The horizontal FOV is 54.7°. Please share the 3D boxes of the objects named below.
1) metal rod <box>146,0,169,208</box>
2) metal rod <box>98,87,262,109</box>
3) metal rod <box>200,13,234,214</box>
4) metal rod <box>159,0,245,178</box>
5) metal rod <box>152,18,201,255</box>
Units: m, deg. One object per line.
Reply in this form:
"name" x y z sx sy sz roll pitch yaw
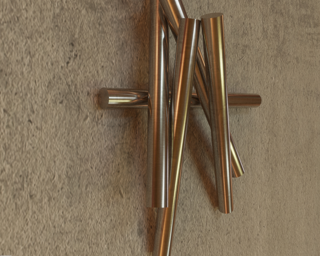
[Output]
"metal rod" -0.001 -0.059 0.373 0.025 0.025 0.299 11 74 -40
"metal rod" 0.052 -0.041 0.447 0.302 0.025 0.025 -4 93 -40
"metal rod" 0.081 0.001 0.419 0.025 0.025 0.298 -35 128 -34
"metal rod" 0.061 -0.050 0.420 0.025 0.025 0.299 -44 121 -31
"metal rod" 0.018 0.022 0.381 0.025 0.025 0.298 -2 103 -40
